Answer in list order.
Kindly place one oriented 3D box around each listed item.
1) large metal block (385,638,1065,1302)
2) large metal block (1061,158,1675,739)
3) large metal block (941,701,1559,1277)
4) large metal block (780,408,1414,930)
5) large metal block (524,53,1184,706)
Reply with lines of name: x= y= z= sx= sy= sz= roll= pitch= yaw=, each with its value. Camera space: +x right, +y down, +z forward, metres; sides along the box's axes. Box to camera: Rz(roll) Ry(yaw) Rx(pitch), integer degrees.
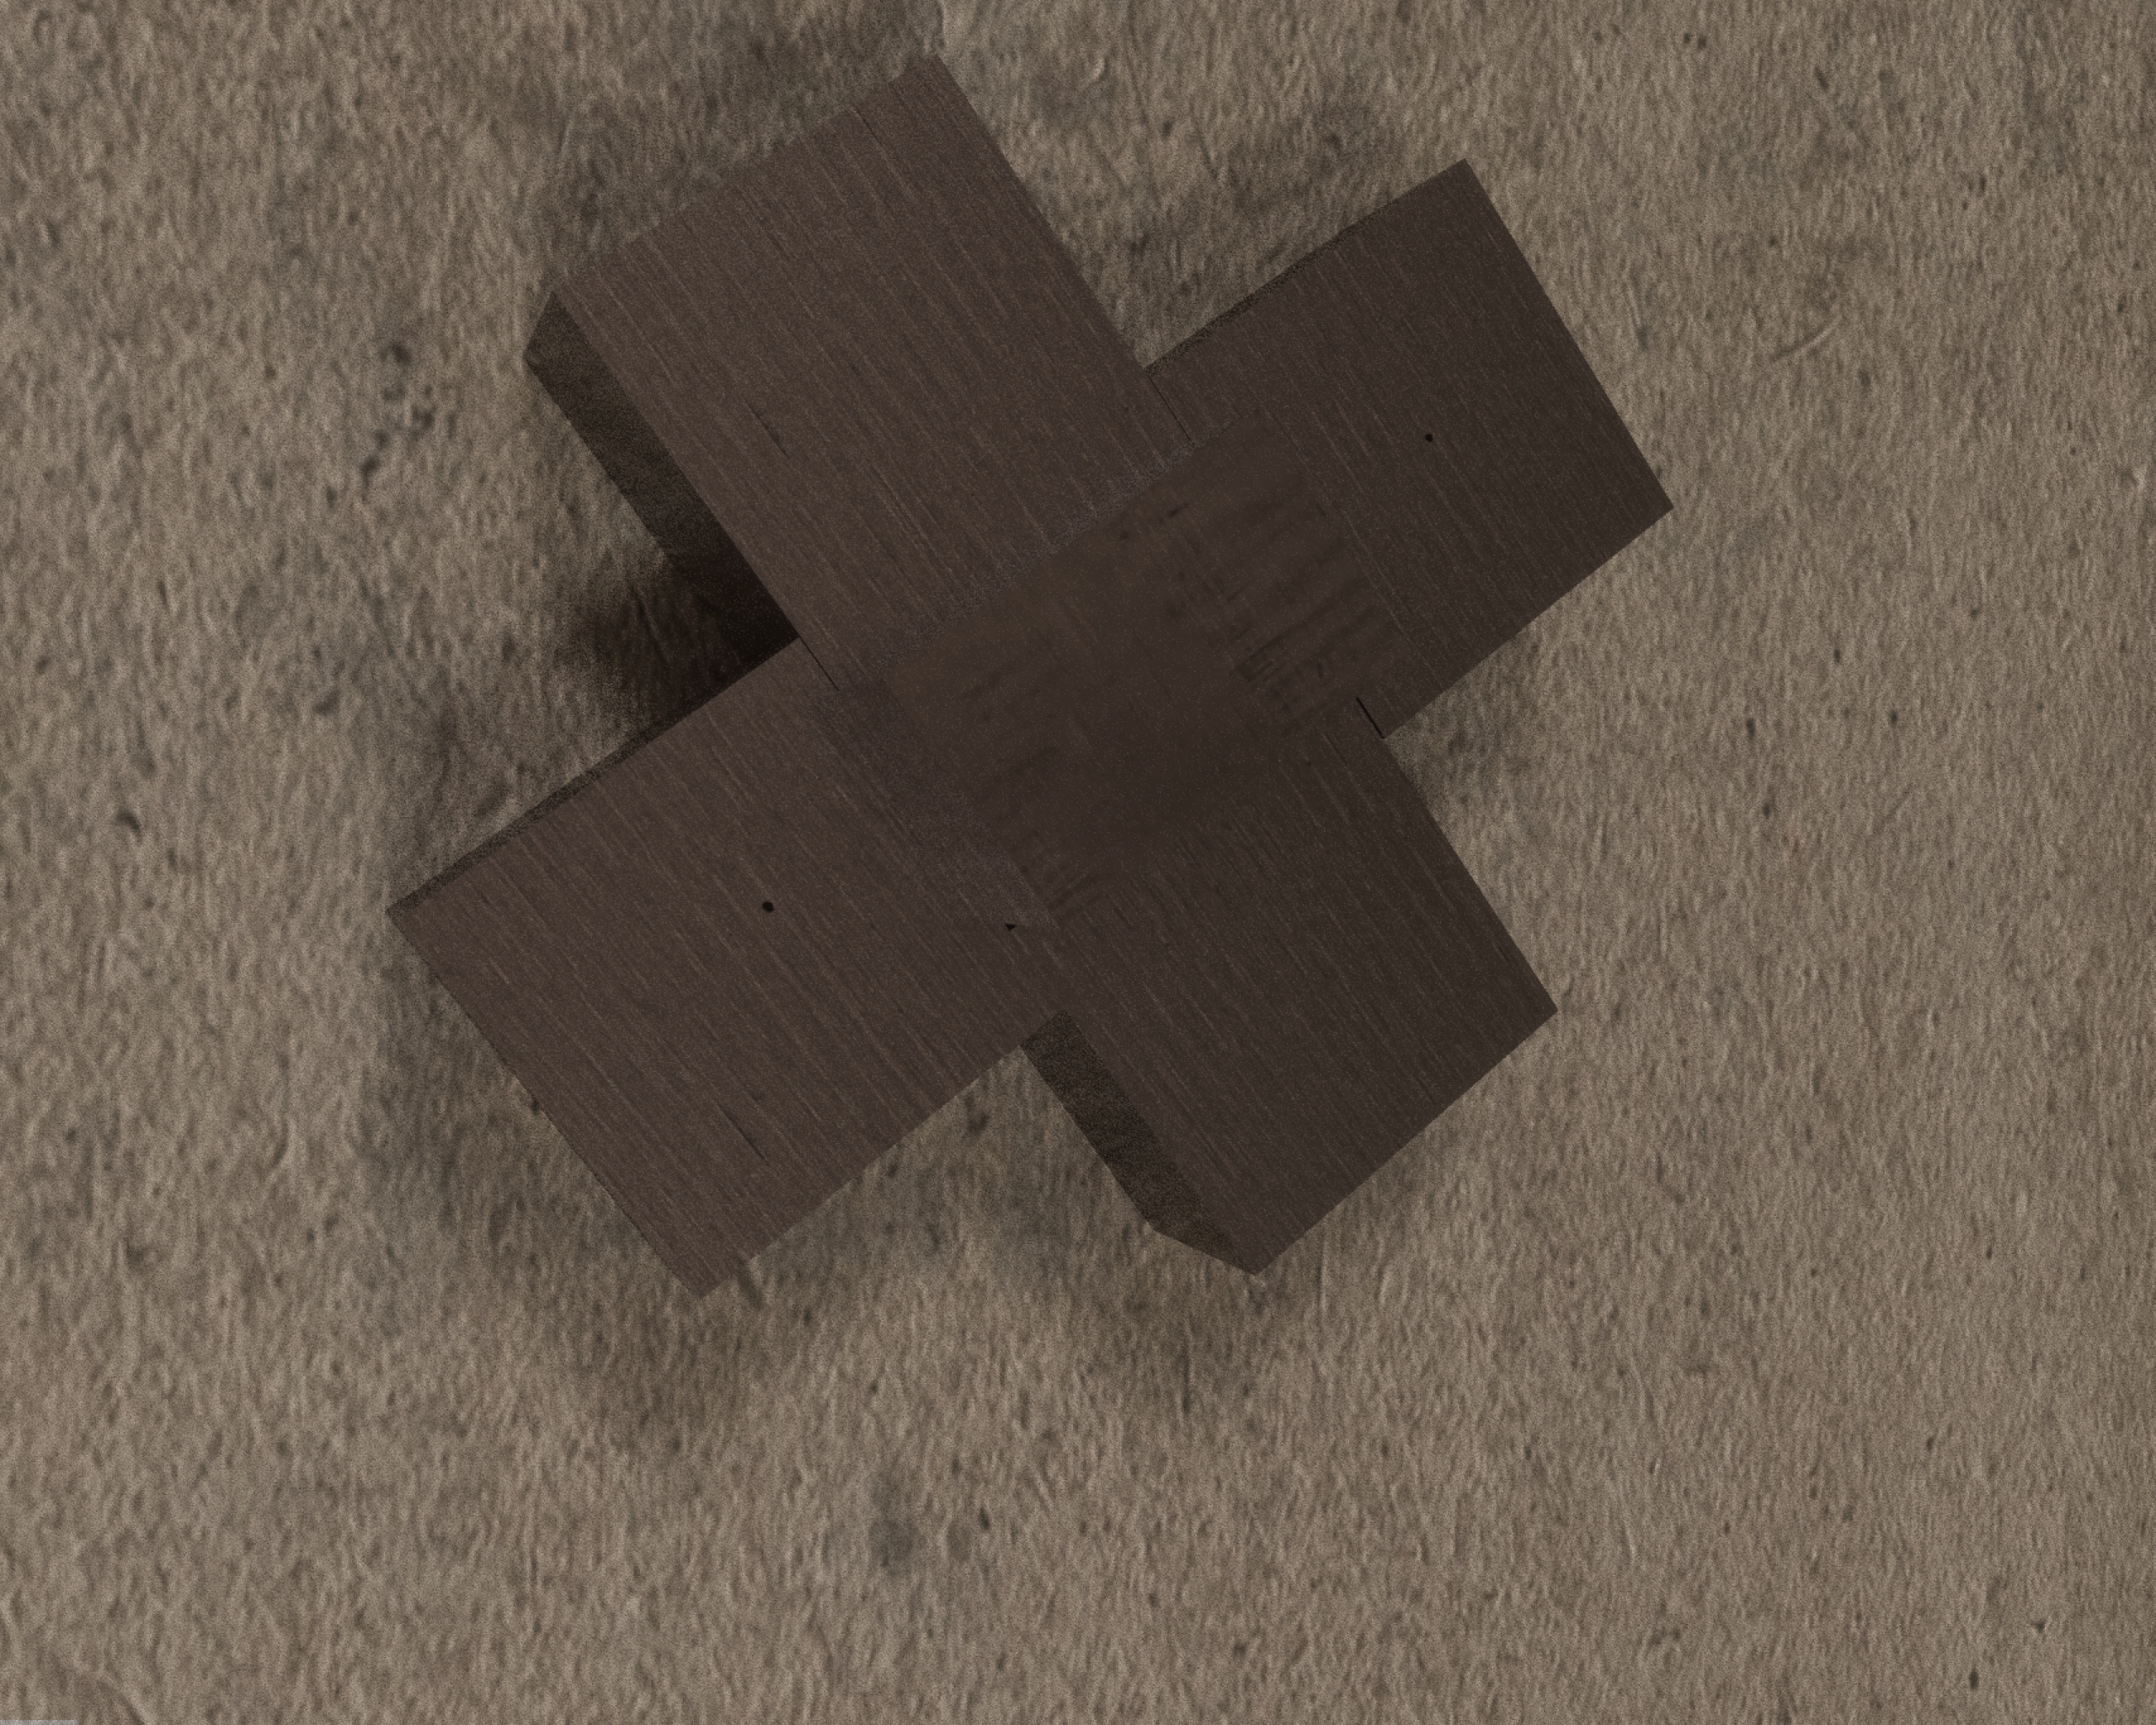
large metal block: x=-0.064 y=0.017 z=0.373 sx=0.080 sy=0.050 sz=0.080 roll=-38 pitch=103 yaw=-16
large metal block: x=0.057 y=-0.079 z=0.418 sx=0.080 sy=0.050 sz=0.080 roll=-38 pitch=103 yaw=-16
large metal block: x=0.032 y=0.020 z=0.409 sx=0.080 sy=0.050 sz=0.080 roll=-38 pitch=103 yaw=-16
large metal block: x=0.000 y=-0.033 z=0.382 sx=0.080 sy=0.080 sz=0.050 roll=-38 pitch=103 yaw=-16
large metal block: x=-0.041 y=-0.085 z=0.382 sx=0.080 sy=0.050 sz=0.080 roll=-38 pitch=103 yaw=-16
